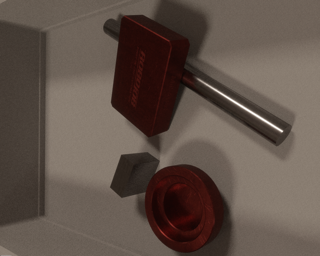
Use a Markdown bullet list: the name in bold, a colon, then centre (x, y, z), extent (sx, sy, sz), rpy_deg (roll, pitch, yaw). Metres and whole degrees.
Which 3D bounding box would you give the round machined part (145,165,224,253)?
- **round machined part**: centre (0.032, 0.092, 0.368), extent (0.098, 0.042, 0.097), rpy_deg (0, 90, 39)

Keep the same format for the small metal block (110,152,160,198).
- **small metal block**: centre (-0.033, 0.062, 0.416), extent (0.025, 0.050, 0.050), rpy_deg (32, 110, 35)

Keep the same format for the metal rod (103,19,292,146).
- **metal rod**: centre (0.024, -0.072, 0.385), extent (0.300, 0.025, 0.025), rpy_deg (39, 114, 32)

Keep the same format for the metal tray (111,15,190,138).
- **metal tray**: centre (-0.018, -0.065, 0.392), extent (0.090, 0.030, 0.129), rpy_deg (39, 131, 33)
